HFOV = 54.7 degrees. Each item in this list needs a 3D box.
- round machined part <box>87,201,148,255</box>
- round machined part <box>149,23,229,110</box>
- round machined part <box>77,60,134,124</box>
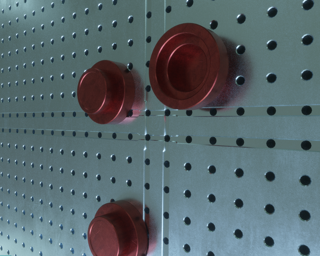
[{"bbox_3d":[-0.068,0.159,0.452,0.098,0.042,0.097,0,90,39],"label":"round machined part"},{"bbox_3d":[0.037,-0.070,0.366,0.098,0.042,0.097,0,90,39],"label":"round machined part"},{"bbox_3d":[-0.088,-0.054,0.468,0.098,0.042,0.097,0,90,39],"label":"round machined part"}]
